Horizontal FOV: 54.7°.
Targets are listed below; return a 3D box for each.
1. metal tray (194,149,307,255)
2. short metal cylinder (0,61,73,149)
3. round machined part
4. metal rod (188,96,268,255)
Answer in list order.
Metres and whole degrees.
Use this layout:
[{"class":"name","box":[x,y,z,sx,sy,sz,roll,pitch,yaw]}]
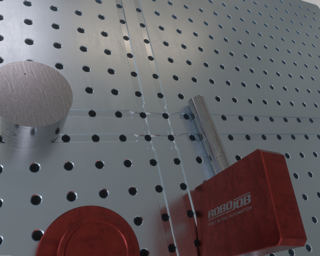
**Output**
[{"class":"metal tray","box":[0.085,0.089,0.332,0.030,0.129,0.090,11,57,-23]},{"class":"short metal cylinder","box":[-0.139,-0.024,0.332,0.081,0.050,0.080,14,56,-21]},{"class":"round machined part","box":[-0.064,0.121,0.289,0.099,0.042,0.098,14,56,-21]},{"class":"metal rod","box":[0.096,0.090,0.404,0.025,0.025,0.299,-4,64,-30]}]
